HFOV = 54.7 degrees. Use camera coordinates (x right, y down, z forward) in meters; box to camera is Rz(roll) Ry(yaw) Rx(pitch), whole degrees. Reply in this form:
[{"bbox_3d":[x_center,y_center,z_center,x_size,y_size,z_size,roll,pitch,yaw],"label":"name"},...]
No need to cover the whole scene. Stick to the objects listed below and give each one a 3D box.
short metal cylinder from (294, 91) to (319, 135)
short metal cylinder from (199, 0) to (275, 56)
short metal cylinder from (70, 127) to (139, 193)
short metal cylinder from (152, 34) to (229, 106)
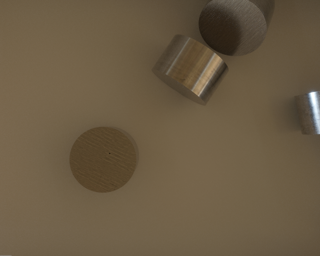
[{"bbox_3d":[0.216,-0.024,0.387,0.080,0.080,0.050,-11,90,0],"label":"short metal cylinder"},{"bbox_3d":[0.094,-0.136,0.378,0.080,0.080,0.050,28,56,-1],"label":"short metal cylinder"},{"bbox_3d":[-0.069,0.038,0.398,0.081,0.050,0.079,0,90,-1],"label":"short metal cylinder"},{"bbox_3d":[0.037,-0.071,0.384,0.080,0.080,0.050,34,90,-1],"label":"short metal cylinder"}]
